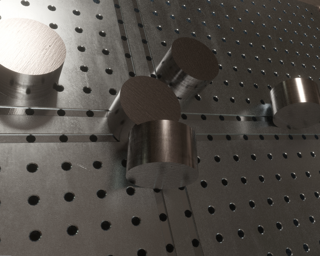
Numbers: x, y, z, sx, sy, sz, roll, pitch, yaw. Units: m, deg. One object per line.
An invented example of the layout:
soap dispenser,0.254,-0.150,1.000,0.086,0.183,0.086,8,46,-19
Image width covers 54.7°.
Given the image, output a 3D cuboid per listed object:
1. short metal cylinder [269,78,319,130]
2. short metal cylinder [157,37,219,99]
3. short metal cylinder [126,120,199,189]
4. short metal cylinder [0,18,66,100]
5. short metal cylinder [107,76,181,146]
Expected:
short metal cylinder,0.230,-0.039,0.524,0.081,0.080,0.050,17,55,-19
short metal cylinder,0.042,-0.091,0.472,0.081,0.050,0.080,14,56,-21
short metal cylinder,0.002,0.033,0.356,0.081,0.080,0.050,13,56,-22
short metal cylinder,-0.155,-0.079,0.358,0.081,0.050,0.080,14,56,-21
short metal cylinder,-0.021,-0.019,0.394,0.081,0.050,0.080,14,56,-21
